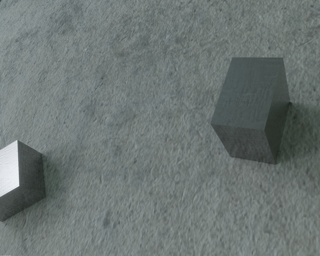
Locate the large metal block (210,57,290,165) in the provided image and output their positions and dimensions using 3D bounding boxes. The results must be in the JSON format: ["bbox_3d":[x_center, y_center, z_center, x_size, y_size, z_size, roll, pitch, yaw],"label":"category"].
[{"bbox_3d":[0.100,-0.017,0.326,0.050,0.080,0.080,8,66,31],"label":"large metal block"}]

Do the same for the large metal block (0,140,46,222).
[{"bbox_3d":[-0.220,0.078,0.453,0.080,0.050,0.080,-30,52,9],"label":"large metal block"}]
